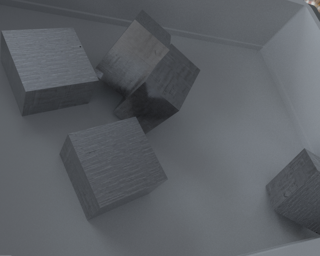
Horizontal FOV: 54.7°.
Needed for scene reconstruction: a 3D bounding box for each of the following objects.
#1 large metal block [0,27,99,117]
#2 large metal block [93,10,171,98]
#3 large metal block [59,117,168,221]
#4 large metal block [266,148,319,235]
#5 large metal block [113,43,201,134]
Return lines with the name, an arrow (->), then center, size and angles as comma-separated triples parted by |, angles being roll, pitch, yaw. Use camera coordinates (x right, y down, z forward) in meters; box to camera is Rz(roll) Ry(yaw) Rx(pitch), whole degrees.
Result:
large metal block -> -0.130, -0.068, 0.361 | 0.081, 0.050, 0.080 | -16, 70, -35
large metal block -> -0.032, -0.095, 0.390 | 0.050, 0.080, 0.080 | 39, 23, -16
large metal block -> -0.052, 0.042, 0.337 | 0.081, 0.050, 0.080 | -17, 71, -35
large metal block -> 0.208, 0.087, 0.423 | 0.080, 0.080, 0.050 | 29, 28, -10
large metal block -> -0.004, -0.047, 0.394 | 0.050, 0.080, 0.080 | 40, 50, -14
